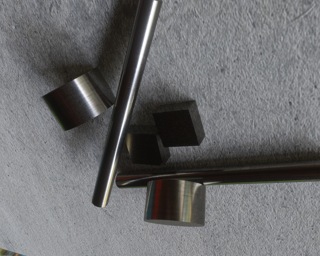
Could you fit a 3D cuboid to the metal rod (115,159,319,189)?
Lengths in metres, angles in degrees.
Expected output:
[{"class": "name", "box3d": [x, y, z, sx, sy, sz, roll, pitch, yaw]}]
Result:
[{"class": "metal rod", "box3d": [0.064, 0.064, 0.412, 0.300, 0.025, 0.025, -9, 114, 32]}]

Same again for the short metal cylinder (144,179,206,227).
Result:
[{"class": "short metal cylinder", "box3d": [0.021, 0.103, 0.418, 0.080, 0.050, 0.080, 4, 158, 2]}]

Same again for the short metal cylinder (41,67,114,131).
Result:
[{"class": "short metal cylinder", "box3d": [-0.104, -0.038, 0.402, 0.080, 0.080, 0.050, -17, 109, 35]}]

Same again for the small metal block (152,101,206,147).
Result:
[{"class": "small metal block", "box3d": [0.024, -0.004, 0.391, 0.050, 0.025, 0.050, -5, 116, 30]}]

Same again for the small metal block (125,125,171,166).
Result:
[{"class": "small metal block", "box3d": [-0.017, 0.023, 0.431, 0.050, 0.025, 0.050, 1, 119, 27]}]

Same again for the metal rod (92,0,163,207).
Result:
[{"class": "metal rod", "box3d": [-0.050, -0.013, 0.398, 0.025, 0.025, 0.298, 25, 119, 12]}]
